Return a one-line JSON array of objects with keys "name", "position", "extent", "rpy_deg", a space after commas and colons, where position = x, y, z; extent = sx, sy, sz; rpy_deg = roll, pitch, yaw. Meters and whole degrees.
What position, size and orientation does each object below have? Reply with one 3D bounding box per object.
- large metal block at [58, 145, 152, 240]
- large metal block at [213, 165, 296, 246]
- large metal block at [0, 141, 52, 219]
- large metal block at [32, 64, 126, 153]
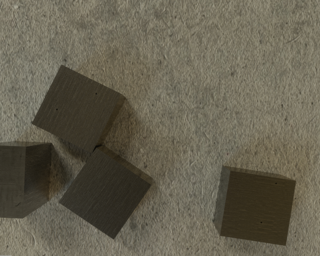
[{"name": "large metal block", "position": [-0.066, 0.079, 0.397], "extent": [0.080, 0.050, 0.080], "rpy_deg": [34, 90, 0]}, {"name": "large metal block", "position": [0.118, 0.097, 0.398], "extent": [0.080, 0.050, 0.080], "rpy_deg": [9, 90, 0]}, {"name": "large metal block", "position": [-0.175, 0.059, 0.381], "extent": [0.050, 0.080, 0.080], "rpy_deg": [3, 90, 0]}, {"name": "large metal block", "position": [-0.100, -0.023, 0.397], "extent": [0.080, 0.050, 0.080], "rpy_deg": [26, 90, 0]}]
